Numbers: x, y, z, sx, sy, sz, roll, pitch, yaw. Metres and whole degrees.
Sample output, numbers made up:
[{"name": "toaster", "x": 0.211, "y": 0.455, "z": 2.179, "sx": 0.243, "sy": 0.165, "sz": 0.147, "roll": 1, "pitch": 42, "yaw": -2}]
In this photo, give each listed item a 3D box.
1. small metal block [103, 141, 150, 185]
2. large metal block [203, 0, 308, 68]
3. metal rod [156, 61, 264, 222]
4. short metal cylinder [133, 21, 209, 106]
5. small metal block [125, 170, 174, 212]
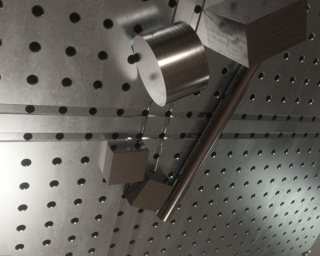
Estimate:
[{"name": "small metal block", "x": -0.046, "y": 0.047, "z": 0.417, "sx": 0.050, "sy": 0.025, "sz": 0.050, "roll": -2, "pitch": 119, "yaw": -28}, {"name": "large metal block", "x": 0.109, "y": -0.121, "z": 0.362, "sx": 0.080, "sy": 0.080, "sz": 0.050, "roll": -27, "pitch": 128, "yaw": -12}, {"name": "metal rod", "x": 0.072, "y": 0.017, "z": 0.463, "sx": 0.025, "sy": 0.025, "sz": 0.298, "roll": 16, "pitch": 110, "yaw": -35}, {"name": "short metal cylinder", "x": 0.010, "y": -0.070, "z": 0.339, "sx": 0.050, "sy": 0.080, "sz": 0.080, "roll": -23, "pitch": 127, "yaw": -15}, {"name": "small metal block", "x": -0.016, "y": 0.094, "z": 0.463, "sx": 0.050, "sy": 0.025, "sz": 0.050, "roll": 26, "pitch": 104, "yaw": -37}]
